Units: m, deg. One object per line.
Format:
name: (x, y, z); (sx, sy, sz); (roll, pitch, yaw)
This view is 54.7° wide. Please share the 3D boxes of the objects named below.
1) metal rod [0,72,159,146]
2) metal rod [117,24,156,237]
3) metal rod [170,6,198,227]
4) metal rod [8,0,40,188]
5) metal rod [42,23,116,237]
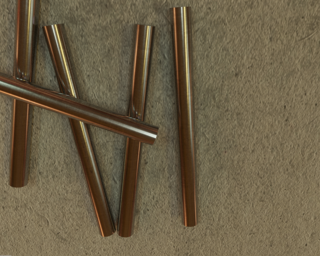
metal rod: (-0.147, -0.039, 0.366); (0.302, 0.025, 0.025); (19, 109, -7)
metal rod: (-0.035, 0.018, 0.415); (0.025, 0.025, 0.298); (6, 110, -3)
metal rod: (0.034, 0.000, 0.409); (0.025, 0.025, 0.298); (-4, 110, 1)
metal rod: (-0.170, -0.060, 0.386); (0.025, 0.025, 0.298); (11, 110, -4)
metal rod: (-0.102, 0.017, 0.414); (0.025, 0.025, 0.298); (-9, 110, 3)
